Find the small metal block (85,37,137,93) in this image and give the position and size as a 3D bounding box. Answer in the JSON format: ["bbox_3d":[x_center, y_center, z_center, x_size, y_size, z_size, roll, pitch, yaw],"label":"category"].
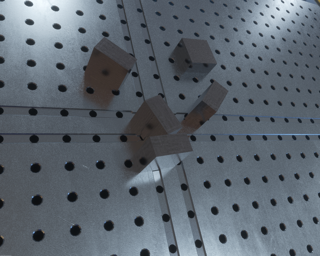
[{"bbox_3d":[-0.065,-0.081,0.406,0.050,0.050,0.025,34,52,-6],"label":"small metal block"}]

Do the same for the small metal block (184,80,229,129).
[{"bbox_3d":[0.067,-0.033,0.448,0.025,0.050,0.050,38,51,-3],"label":"small metal block"}]

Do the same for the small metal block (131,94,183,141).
[{"bbox_3d":[-0.006,-0.006,0.392,0.025,0.050,0.050,-26,76,-37],"label":"small metal block"}]

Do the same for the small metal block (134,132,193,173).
[{"bbox_3d":[0.003,0.030,0.375,0.050,0.050,0.025,-6,65,-31],"label":"small metal block"}]

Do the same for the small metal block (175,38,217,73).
[{"bbox_3d":[0.059,-0.119,0.512,0.050,0.025,0.050,-4,64,-30],"label":"small metal block"}]
